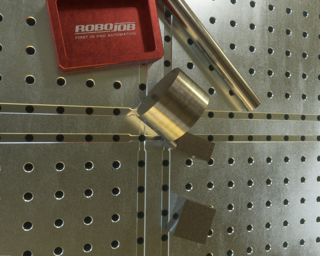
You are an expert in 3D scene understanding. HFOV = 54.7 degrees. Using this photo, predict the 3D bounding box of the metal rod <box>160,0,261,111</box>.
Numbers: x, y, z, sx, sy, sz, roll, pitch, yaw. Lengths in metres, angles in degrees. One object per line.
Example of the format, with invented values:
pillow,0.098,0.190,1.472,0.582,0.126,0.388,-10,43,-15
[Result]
metal rod,0.045,-0.142,0.429,0.025,0.025,0.300,-46,105,-14

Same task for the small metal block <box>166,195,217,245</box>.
small metal block,0.044,0.127,0.430,0.050,0.025,0.050,23,82,-19

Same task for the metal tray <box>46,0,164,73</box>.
metal tray,-0.066,-0.122,0.385,0.131,0.030,0.089,-11,94,-20

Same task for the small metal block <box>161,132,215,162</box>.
small metal block,0.037,0.023,0.414,0.050,0.050,0.025,22,83,-19

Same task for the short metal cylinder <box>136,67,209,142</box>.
short metal cylinder,0.015,-0.029,0.390,0.050,0.080,0.080,40,77,-16
